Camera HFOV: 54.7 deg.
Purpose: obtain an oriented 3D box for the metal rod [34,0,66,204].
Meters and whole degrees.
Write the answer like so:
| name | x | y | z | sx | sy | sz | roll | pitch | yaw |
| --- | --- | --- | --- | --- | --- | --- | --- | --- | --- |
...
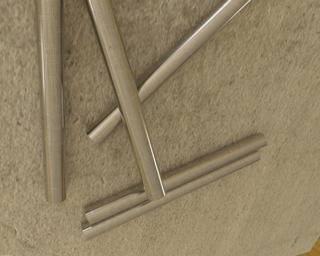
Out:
| name | x | y | z | sx | sy | sz | roll | pitch | yaw |
| --- | --- | --- | --- | --- | --- | --- | --- | --- | --- |
| metal rod | -0.111 | -0.043 | 0.320 | 0.025 | 0.025 | 0.298 | -6 | 121 | -26 |

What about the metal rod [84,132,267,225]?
| name | x | y | z | sx | sy | sz | roll | pitch | yaw |
| --- | --- | --- | --- | --- | --- | --- | --- | --- | --- |
| metal rod | 0.034 | 0.071 | 0.471 | 0.302 | 0.025 | 0.025 | -21 | 127 | -16 |

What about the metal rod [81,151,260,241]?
| name | x | y | z | sx | sy | sz | roll | pitch | yaw |
| --- | --- | --- | --- | --- | --- | --- | --- | --- | --- |
| metal rod | 0.027 | 0.097 | 0.483 | 0.302 | 0.025 | 0.025 | -21 | 127 | -16 |

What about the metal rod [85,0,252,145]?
| name | x | y | z | sx | sy | sz | roll | pitch | yaw |
| --- | --- | --- | --- | --- | --- | --- | --- | --- | --- |
| metal rod | 0.029 | -0.092 | 0.367 | 0.300 | 0.025 | 0.025 | -44 | 130 | 2 |

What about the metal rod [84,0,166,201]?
| name | x | y | z | sx | sy | sz | roll | pitch | yaw |
| --- | --- | --- | --- | --- | --- | --- | --- | --- | --- |
| metal rod | -0.038 | -0.042 | 0.333 | 0.025 | 0.025 | 0.298 | -23 | 119 | -15 |
